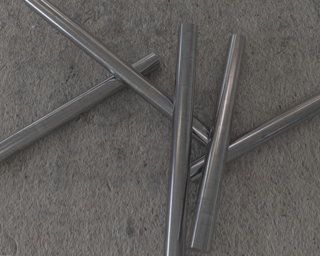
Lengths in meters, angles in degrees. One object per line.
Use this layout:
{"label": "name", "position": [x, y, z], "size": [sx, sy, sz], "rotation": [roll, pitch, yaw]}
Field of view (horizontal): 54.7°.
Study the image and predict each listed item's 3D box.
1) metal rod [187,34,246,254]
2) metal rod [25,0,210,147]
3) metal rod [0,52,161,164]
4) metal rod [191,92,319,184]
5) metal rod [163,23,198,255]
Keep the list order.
{"label": "metal rod", "position": [0.077, -0.002, 0.387], "size": [0.025, 0.025, 0.300], "rotation": [14, 62, 5]}
{"label": "metal rod", "position": [-0.052, -0.078, 0.407], "size": [0.300, 0.025, 0.025], "rotation": [39, 74, 2]}
{"label": "metal rod", "position": [-0.130, -0.017, 0.413], "size": [0.301, 0.025, 0.025], "rotation": [-33, 74, -12]}
{"label": "metal rod", "position": [0.166, -0.009, 0.412], "size": [0.302, 0.025, 0.025], "rotation": [-27, 72, -10]}
{"label": "metal rod", "position": [0.025, 0.018, 0.373], "size": [0.025, 0.025, 0.299], "rotation": [4, 81, 1]}
